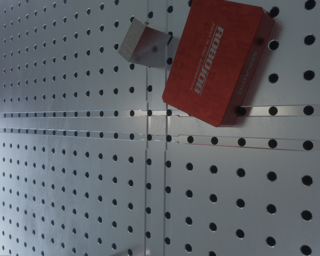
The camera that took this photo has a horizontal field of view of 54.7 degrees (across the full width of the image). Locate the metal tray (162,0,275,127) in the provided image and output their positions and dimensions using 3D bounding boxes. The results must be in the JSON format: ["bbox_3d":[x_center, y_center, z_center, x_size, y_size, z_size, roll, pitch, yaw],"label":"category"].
[{"bbox_3d":[0.061,-0.076,0.356,0.090,0.030,0.129,29,108,36],"label":"metal tray"}]

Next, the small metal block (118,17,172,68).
[{"bbox_3d":[-0.020,-0.111,0.410,0.025,0.050,0.050,45,117,30],"label":"small metal block"}]
